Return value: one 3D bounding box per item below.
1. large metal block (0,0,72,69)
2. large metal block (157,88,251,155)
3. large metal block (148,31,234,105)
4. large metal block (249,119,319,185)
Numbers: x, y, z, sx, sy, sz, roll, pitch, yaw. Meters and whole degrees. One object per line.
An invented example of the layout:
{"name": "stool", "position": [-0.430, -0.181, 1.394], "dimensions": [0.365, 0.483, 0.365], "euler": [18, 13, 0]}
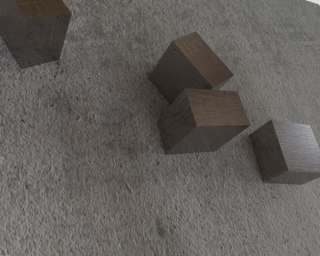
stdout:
{"name": "large metal block", "position": [-0.155, -0.131, 0.365], "dimensions": [0.050, 0.080, 0.080], "euler": [-27, 77, -37]}
{"name": "large metal block", "position": [0.053, -0.006, 0.401], "dimensions": [0.081, 0.080, 0.050], "euler": [-1, 62, -29]}
{"name": "large metal block", "position": [0.041, -0.072, 0.434], "dimensions": [0.050, 0.080, 0.080], "euler": [-33, 80, -38]}
{"name": "large metal block", "position": [0.193, 0.038, 0.468], "dimensions": [0.081, 0.050, 0.080], "euler": [7, 59, -25]}
